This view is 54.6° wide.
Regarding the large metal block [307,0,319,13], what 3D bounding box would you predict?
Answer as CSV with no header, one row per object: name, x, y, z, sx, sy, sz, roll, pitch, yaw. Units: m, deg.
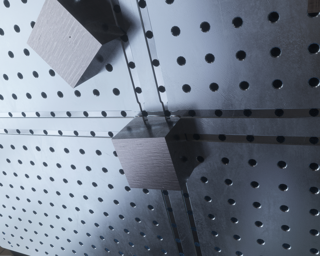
large metal block,0.137,-0.133,0.221,0.050,0.080,0.080,5,121,26

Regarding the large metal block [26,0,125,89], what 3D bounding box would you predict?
large metal block,-0.105,-0.110,0.383,0.080,0.050,0.080,45,129,-3

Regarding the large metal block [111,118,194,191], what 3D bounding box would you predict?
large metal block,-0.008,0.036,0.422,0.080,0.050,0.080,-3,117,30
